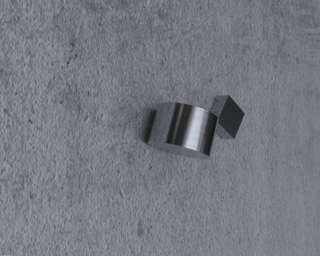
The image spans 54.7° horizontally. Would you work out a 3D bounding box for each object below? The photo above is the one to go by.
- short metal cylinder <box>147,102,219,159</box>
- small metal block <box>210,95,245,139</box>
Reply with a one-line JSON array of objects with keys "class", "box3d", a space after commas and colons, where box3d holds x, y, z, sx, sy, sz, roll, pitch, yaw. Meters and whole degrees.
[{"class": "short metal cylinder", "box3d": [0.029, 0.005, 0.393, 0.080, 0.080, 0.050, 24, 75, -38]}, {"class": "small metal block", "box3d": [0.103, -0.017, 0.491, 0.050, 0.025, 0.050, 41, 65, -32]}]
